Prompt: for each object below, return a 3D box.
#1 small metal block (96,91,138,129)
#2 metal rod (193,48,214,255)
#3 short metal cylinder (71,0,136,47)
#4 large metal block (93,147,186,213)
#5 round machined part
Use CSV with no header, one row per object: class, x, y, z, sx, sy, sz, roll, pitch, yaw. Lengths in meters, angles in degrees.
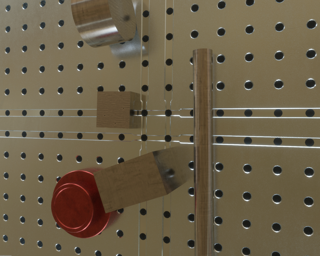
small metal block,-0.060,-0.025,0.432,0.050,0.025,0.050,2,91,19
metal rod,0.055,0.051,0.392,0.025,0.025,0.298,-1,90,19
short metal cylinder,-0.071,-0.150,0.407,0.050,0.080,0.080,-6,88,20
large metal block,-0.023,0.063,0.390,0.080,0.080,0.050,-21,83,18
round machined part,-0.114,0.109,0.442,0.098,0.042,0.097,0,90,19
